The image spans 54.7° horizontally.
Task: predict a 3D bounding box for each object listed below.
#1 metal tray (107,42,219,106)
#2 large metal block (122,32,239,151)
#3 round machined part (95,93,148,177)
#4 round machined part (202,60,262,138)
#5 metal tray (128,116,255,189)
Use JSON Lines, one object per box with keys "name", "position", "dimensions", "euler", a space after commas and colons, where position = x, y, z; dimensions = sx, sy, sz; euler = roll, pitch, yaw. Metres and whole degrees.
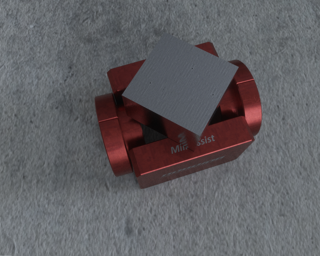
{"name": "metal tray", "position": [0.005, -0.057, 0.397], "dimensions": [0.131, 0.090, 0.030], "euler": [-17, 71, -7]}
{"name": "large metal block", "position": [0.020, -0.036, 0.311], "dimensions": [0.080, 0.050, 0.080], "euler": [28, 72, 9]}
{"name": "round machined part", "position": [-0.043, 0.005, 0.368], "dimensions": [0.042, 0.098, 0.098], "euler": [-15, 71, -5]}
{"name": "round machined part", "position": [0.083, -0.032, 0.383], "dimensions": [0.042, 0.098, 0.098], "euler": [-15, 71, -5]}
{"name": "metal tray", "position": [0.034, 0.032, 0.362], "dimensions": [0.131, 0.090, 0.030], "euler": [-17, 71, -6]}
